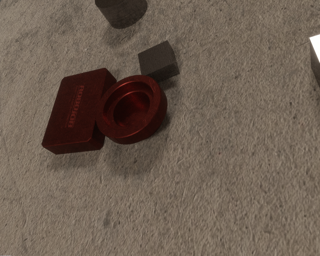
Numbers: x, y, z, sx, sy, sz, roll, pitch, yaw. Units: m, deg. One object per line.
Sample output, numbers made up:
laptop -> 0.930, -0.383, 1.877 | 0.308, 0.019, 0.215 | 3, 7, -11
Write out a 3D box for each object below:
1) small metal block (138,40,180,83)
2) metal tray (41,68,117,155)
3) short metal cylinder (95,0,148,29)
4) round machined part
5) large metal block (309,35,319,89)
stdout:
small metal block -> -0.002, -0.096, 0.463 | 0.050, 0.025, 0.050 | -21, 54, 15
metal tray -> -0.123, -0.027, 0.479 | 0.090, 0.030, 0.130 | -7, 58, 24
short metal cylinder -> -0.070, -0.228, 0.562 | 0.080, 0.050, 0.080 | -13, 56, 20
round machined part -> -0.034, -0.021, 0.422 | 0.098, 0.042, 0.098 | -13, 56, 20
large metal block -> 0.208, -0.061, 0.316 | 0.080, 0.050, 0.080 | -15, 56, 19
